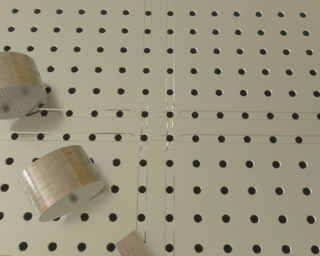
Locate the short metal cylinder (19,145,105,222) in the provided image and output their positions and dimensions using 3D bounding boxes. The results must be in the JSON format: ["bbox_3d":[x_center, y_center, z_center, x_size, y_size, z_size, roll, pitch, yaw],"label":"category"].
[{"bbox_3d":[-0.112,0.064,0.358,0.080,0.080,0.050,-32,73,-11],"label":"short metal cylinder"}]

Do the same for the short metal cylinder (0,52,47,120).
[{"bbox_3d":[-0.194,-0.053,0.400,0.080,0.080,0.050,-23,72,-8],"label":"short metal cylinder"}]

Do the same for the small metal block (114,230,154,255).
[{"bbox_3d":[-0.023,0.144,0.346,0.025,0.050,0.050,-34,74,-11],"label":"small metal block"}]
